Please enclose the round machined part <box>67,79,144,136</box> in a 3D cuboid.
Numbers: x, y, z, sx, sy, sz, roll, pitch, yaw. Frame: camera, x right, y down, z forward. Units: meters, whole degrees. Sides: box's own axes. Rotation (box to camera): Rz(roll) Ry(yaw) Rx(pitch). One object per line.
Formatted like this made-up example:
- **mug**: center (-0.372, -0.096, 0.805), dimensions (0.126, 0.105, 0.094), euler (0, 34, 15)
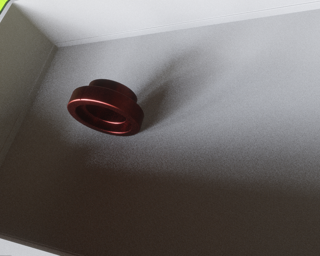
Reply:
- **round machined part**: center (-0.069, -0.029, 0.414), dimensions (0.098, 0.098, 0.042), euler (1, 62, 29)
